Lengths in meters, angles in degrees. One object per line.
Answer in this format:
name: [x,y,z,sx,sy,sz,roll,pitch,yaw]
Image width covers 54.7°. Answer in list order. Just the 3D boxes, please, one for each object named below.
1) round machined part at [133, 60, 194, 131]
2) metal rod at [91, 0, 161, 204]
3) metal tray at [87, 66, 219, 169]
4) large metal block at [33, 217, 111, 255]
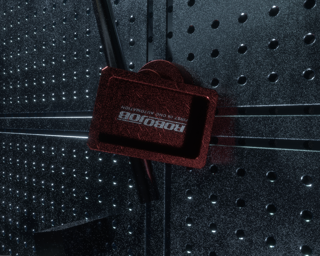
round machined part: [-0.006,-0.040,0.403,0.098,0.042,0.097,0,91,40]
metal rod: [-0.049,-0.055,0.394,0.025,0.025,0.299,-24,75,37]
metal tray: [-0.007,-0.010,0.348,0.030,0.131,0.089,178,103,-82]
large metal block: [-0.138,0.178,0.487,0.080,0.081,0.050,-20,78,38]
